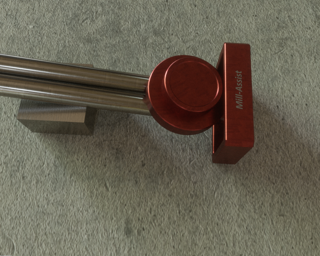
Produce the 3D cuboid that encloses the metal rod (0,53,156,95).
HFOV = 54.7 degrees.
[{"bbox_3d":[-0.064,-0.060,0.382,0.302,0.025,0.025,7,70,-12],"label":"metal rod"}]

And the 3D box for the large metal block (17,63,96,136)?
[{"bbox_3d":[-0.128,-0.038,0.404,0.081,0.050,0.080,3,70,1],"label":"large metal block"}]

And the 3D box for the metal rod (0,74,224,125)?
[{"bbox_3d":[-0.066,-0.034,0.373,0.302,0.025,0.025,7,70,-11],"label":"metal rod"}]

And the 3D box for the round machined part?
[{"bbox_3d":[0.035,-0.044,0.365,0.099,0.042,0.098,3,72,-11],"label":"round machined part"}]

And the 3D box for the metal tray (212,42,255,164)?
[{"bbox_3d":[0.087,-0.028,0.385,0.030,0.090,0.130,3,70,1],"label":"metal tray"}]
